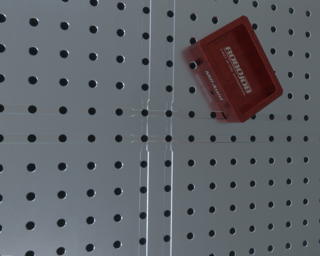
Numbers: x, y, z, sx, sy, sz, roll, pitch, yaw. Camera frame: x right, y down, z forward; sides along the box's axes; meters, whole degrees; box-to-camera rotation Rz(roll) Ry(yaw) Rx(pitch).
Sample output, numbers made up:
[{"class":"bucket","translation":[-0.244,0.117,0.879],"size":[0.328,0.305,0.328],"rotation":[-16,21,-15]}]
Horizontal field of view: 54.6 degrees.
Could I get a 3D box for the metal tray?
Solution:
[{"class":"metal tray","translation":[0.113,-0.083,0.450],"size":[0.090,0.030,0.130],"rotation":[-34,101,-17]}]
